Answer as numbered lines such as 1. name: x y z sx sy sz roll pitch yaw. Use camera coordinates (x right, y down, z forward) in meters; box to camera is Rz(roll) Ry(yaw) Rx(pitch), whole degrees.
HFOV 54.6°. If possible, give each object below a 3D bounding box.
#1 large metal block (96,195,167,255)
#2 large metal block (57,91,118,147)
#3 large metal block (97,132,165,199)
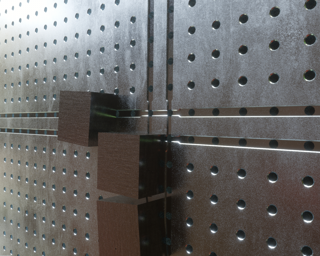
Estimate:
1. large metal block: -0.040 0.138 0.427 0.080 0.050 0.080 -6 86 40
2. large metal block: -0.116 -0.016 0.490 0.080 0.050 0.080 7 95 40
3. large metal block: -0.040 0.047 0.428 0.080 0.050 0.080 2 92 40
